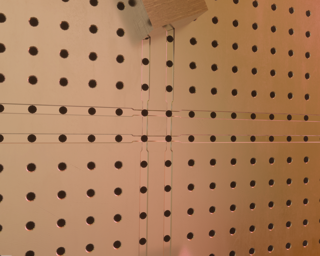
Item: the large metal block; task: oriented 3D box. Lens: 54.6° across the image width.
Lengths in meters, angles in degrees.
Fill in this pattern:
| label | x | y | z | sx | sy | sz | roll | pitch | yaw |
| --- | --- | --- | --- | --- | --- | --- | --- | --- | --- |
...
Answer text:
| label | x | y | z | sx | sy | sz | roll | pitch | yaw |
| --- | --- | --- | --- | --- | --- | --- | --- | --- | --- |
| large metal block | 0.003 | -0.171 | 0.400 | 0.080 | 0.050 | 0.080 | -25 | 99 | -18 |
